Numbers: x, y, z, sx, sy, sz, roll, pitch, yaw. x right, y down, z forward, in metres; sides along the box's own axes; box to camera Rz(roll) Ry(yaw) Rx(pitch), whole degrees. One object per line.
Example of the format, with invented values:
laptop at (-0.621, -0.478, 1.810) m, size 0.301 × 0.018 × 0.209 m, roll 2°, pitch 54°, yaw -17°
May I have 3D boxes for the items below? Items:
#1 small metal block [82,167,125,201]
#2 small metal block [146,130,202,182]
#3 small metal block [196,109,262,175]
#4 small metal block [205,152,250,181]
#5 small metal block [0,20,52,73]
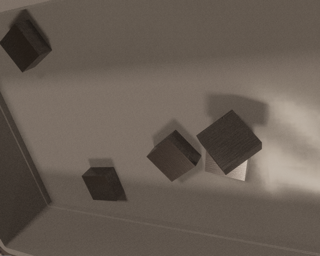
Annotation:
small metal block at (-0.094, 0.093, 0.513) m, size 0.050 × 0.025 × 0.050 m, roll -5°, pitch 116°, yaw 30°
small metal block at (0.019, 0.038, 0.421) m, size 0.050 × 0.025 × 0.050 m, roll 46°, pitch 129°, yaw -4°
small metal block at (0.078, 0.016, 0.348) m, size 0.050 × 0.025 × 0.050 m, roll -36°, pitch 63°, yaw 1°
small metal block at (0.085, 0.033, 0.384) m, size 0.050 × 0.025 × 0.050 m, roll 11°, pitch 123°, yaw 21°
small metal block at (-0.189, -0.114, 0.435) m, size 0.050 × 0.025 × 0.050 m, roll -26°, pitch 104°, yaw 37°
